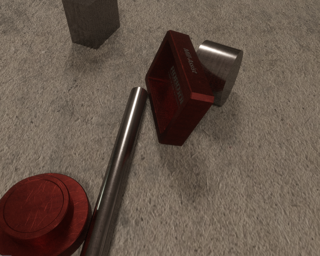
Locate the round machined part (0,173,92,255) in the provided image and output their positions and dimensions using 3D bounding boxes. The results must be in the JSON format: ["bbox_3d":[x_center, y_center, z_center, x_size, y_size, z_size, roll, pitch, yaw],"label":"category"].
[{"bbox_3d":[-0.123,0.088,0.317,0.099,0.042,0.098,0,50,0],"label":"round machined part"}]

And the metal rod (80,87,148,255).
[{"bbox_3d":[-0.052,0.064,0.348,0.025,0.025,0.300,7,50,5],"label":"metal rod"}]

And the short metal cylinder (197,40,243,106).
[{"bbox_3d":[0.077,-0.077,0.433,0.050,0.080,0.080,23,54,17],"label":"short metal cylinder"}]

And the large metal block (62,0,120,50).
[{"bbox_3d":[-0.114,-0.195,0.530,0.050,0.080,0.080,20,53,15],"label":"large metal block"}]

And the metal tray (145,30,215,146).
[{"bbox_3d":[0.019,-0.053,0.402,0.030,0.089,0.130,8,46,-24],"label":"metal tray"}]
